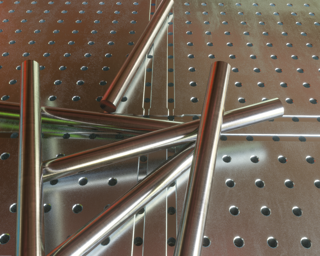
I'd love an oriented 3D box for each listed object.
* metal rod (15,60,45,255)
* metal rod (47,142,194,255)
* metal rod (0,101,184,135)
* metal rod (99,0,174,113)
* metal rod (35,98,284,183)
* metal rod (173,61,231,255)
[{"bbox_3d":[-0.148,0.023,0.353,0.025,0.025,0.300,-12,51,-10],"label":"metal rod"},{"bbox_3d":[-0.062,0.104,0.320,0.302,0.025,0.025,-36,59,-26],"label":"metal rod"},{"bbox_3d":[-0.079,-0.008,0.414,0.301,0.025,0.025,7,50,6],"label":"metal rod"},{"bbox_3d":[-0.029,-0.140,0.525,0.025,0.025,0.300,13,51,11],"label":"metal rod"},{"bbox_3d":[0.001,0.014,0.373,0.302,0.025,0.025,-15,51,-4],"label":"metal rod"},{"bbox_3d":[0.041,0.055,0.319,0.025,0.025,0.300,10,64,9],"label":"metal rod"}]
